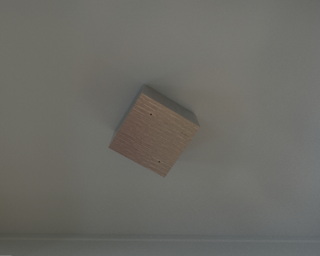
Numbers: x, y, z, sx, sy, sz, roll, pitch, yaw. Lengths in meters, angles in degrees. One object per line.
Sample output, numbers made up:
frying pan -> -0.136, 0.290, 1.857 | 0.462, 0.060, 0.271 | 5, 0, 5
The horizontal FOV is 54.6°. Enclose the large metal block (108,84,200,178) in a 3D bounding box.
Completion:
large metal block -> -0.008, 0.003, 0.395 | 0.080, 0.050, 0.080 | 30, 107, -11
